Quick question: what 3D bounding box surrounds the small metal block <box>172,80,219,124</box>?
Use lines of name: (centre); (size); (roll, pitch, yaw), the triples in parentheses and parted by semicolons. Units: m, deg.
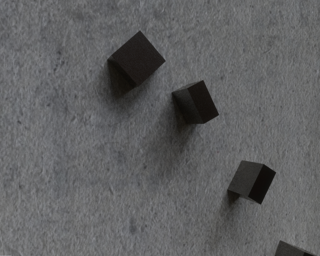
small metal block: (0.046, -0.033, 0.414); (0.025, 0.050, 0.050); (-29, 100, -18)

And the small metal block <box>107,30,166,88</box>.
small metal block: (-0.030, -0.087, 0.399); (0.050, 0.025, 0.050); (-46, 105, -15)

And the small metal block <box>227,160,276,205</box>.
small metal block: (0.131, 0.077, 0.446); (0.025, 0.050, 0.050); (33, 79, -18)

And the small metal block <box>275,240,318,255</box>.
small metal block: (0.218, 0.201, 0.479); (0.050, 0.050, 0.025); (25, 82, -19)
